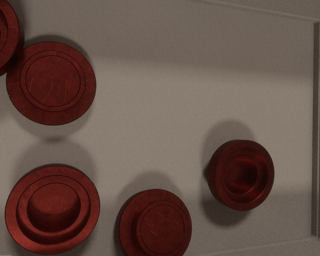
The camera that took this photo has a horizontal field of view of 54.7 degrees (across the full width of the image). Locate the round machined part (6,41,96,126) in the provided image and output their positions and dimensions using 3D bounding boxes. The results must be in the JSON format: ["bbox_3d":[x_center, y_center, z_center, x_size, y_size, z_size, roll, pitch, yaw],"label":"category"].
[{"bbox_3d":[-0.123,-0.051,0.356,0.099,0.042,0.097,0,90,-21],"label":"round machined part"}]

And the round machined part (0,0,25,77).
[{"bbox_3d":[-0.194,-0.094,0.323,0.099,0.042,0.097,1,84,-10],"label":"round machined part"}]

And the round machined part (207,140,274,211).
[{"bbox_3d":[0.110,0.065,0.444,0.099,0.042,0.097,0,90,-21],"label":"round machined part"}]

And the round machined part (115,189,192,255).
[{"bbox_3d":[-0.003,0.126,0.390,0.099,0.042,0.098,6,74,-20],"label":"round machined part"}]

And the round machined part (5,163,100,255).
[{"bbox_3d":[-0.122,0.089,0.357,0.099,0.042,0.097,0,90,-21],"label":"round machined part"}]
